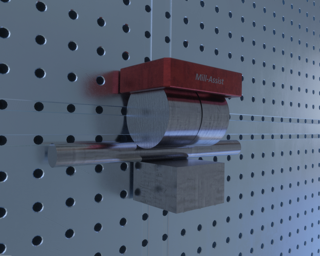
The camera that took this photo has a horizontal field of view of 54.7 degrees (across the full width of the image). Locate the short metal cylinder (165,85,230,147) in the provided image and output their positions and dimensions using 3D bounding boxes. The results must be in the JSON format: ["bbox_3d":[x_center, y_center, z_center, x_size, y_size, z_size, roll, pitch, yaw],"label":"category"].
[{"bbox_3d":[0.043,-0.015,0.406,0.050,0.080,0.080,2,89,-40],"label":"short metal cylinder"}]

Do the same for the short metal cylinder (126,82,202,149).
[{"bbox_3d":[0.003,-0.016,0.373,0.050,0.080,0.079,1,90,-40],"label":"short metal cylinder"}]

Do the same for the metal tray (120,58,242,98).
[{"bbox_3d":[0.028,-0.056,0.386,0.131,0.090,0.030,1,89,-40],"label":"metal tray"}]

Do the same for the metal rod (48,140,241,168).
[{"bbox_3d":[0.007,0.030,0.410,0.302,0.025,0.025,1,90,-40],"label":"metal rod"}]

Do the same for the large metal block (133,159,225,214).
[{"bbox_3d":[0.023,0.067,0.388,0.081,0.080,0.050,1,90,-40],"label":"large metal block"}]
